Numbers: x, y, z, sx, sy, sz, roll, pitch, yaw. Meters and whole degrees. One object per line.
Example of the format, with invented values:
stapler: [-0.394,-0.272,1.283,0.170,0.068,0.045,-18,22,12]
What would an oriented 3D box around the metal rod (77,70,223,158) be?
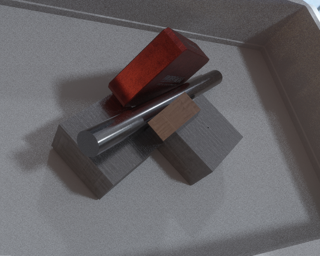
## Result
metal rod: [0.014,-0.034,0.386,0.025,0.025,0.302,49,36,6]

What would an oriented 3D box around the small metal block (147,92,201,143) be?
small metal block: [0.016,-0.009,0.341,0.050,0.050,0.025,-40,83,-2]

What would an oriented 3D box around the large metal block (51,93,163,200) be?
large metal block: [-0.058,0.018,0.344,0.080,0.050,0.080,47,51,5]

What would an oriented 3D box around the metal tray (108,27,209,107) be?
metal tray: [0.005,-0.068,0.373,0.030,0.090,0.131,52,19,7]

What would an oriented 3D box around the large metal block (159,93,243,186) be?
large metal block: [0.048,0.014,0.407,0.080,0.050,0.080,47,51,5]
